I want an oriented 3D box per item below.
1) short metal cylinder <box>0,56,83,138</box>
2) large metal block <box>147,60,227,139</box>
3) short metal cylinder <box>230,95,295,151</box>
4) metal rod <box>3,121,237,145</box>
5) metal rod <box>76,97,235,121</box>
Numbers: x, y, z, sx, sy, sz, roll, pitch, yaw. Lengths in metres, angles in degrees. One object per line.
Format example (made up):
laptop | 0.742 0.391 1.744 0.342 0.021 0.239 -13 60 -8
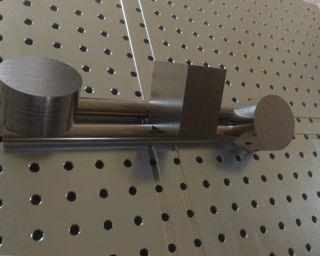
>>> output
short metal cylinder | -0.127 -0.035 0.326 0.081 0.050 0.080 15 34 -10
large metal block | 0.029 -0.036 0.372 0.050 0.080 0.079 1 103 -28
short metal cylinder | 0.151 -0.005 0.460 0.081 0.050 0.080 4 82 -27
metal rod | -0.027 0.006 0.389 0.303 0.025 0.025 1 62 -28
metal rod | 0.031 -0.024 0.438 0.303 0.025 0.025 1 62 -28
